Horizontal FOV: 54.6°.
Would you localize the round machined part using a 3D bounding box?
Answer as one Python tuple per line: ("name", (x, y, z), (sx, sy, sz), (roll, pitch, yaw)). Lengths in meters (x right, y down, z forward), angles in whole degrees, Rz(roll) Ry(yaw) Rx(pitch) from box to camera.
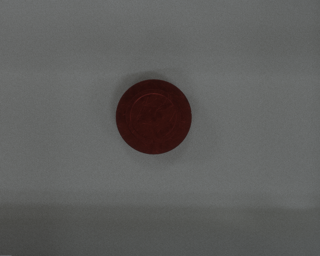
("round machined part", (-0.008, -0.014, 0.400), (0.099, 0.042, 0.097), (0, 90, 0))
